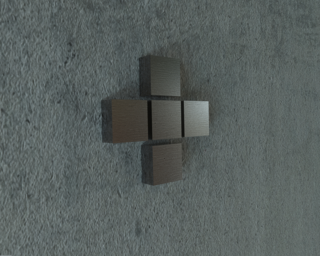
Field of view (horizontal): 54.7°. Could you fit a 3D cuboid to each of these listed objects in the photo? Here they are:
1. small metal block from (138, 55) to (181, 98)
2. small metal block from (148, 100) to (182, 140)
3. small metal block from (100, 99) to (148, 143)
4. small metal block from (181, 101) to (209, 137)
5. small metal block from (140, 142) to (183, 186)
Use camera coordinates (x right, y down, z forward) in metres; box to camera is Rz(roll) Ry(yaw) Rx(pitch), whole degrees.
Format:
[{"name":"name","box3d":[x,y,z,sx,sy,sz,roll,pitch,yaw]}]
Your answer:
[{"name":"small metal block","box3d":[0.000,-0.067,0.408,0.050,0.025,0.050,-2,92,-40]},{"name":"small metal block","box3d":[0.001,-0.011,0.409,0.050,0.025,0.050,-2,92,-40]},{"name":"small metal block","box3d":[-0.042,-0.008,0.372,0.050,0.025,0.050,-2,92,-40]},{"name":"small metal block","box3d":[0.044,-0.013,0.446,0.050,0.025,0.050,-2,92,-40]},{"name":"small metal block","box3d":[0.002,0.046,0.411,0.050,0.025,0.050,-3,92,-40]}]
